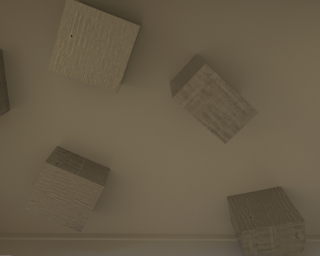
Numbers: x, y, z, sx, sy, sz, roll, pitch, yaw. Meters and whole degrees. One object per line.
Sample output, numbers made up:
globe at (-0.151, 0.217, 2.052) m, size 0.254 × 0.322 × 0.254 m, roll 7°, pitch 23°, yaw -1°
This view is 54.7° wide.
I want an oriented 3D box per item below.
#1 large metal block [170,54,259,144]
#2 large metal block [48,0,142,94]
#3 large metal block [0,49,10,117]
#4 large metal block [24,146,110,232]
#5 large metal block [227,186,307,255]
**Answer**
large metal block at (0.060, -0.038, 0.369) m, size 0.080 × 0.080 × 0.050 m, roll 40°, pitch 105°, yaw -14°
large metal block at (-0.073, -0.096, 0.362) m, size 0.080 × 0.050 × 0.079 m, roll 19°, pitch 109°, yaw -8°
large metal block at (-0.238, -0.054, 0.375) m, size 0.081 × 0.050 × 0.079 m, roll 2°, pitch 110°, yaw -1°
large metal block at (-0.126, 0.084, 0.427) m, size 0.080 × 0.050 × 0.080 m, roll 25°, pitch 108°, yaw -10°
large metal block at (0.145, 0.131, 0.433) m, size 0.080 × 0.080 × 0.050 m, roll -12°, pitch 110°, yaw 4°
